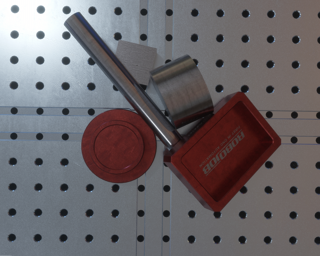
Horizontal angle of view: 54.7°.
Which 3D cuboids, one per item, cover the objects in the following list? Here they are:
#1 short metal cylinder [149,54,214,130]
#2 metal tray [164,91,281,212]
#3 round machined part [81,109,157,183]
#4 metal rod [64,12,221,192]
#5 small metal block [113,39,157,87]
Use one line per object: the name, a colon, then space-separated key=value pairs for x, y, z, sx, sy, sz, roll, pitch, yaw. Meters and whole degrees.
short metal cylinder: x=0.026 y=-0.044 z=0.386 sx=0.050 sy=0.080 sz=0.080 roll=-25 pitch=90 yaw=0
metal tray: x=0.081 y=0.028 z=0.391 sx=0.130 sy=0.030 sz=0.090 roll=-43 pitch=98 yaw=-16
round machined part: x=-0.054 y=0.024 z=0.403 sx=0.099 sy=0.042 sz=0.097 roll=0 pitch=90 yaw=-1
metal rod: x=-0.012 y=-0.018 z=0.396 sx=0.025 sy=0.025 sz=0.300 roll=-40 pitch=98 yaw=0
small metal block: x=-0.034 y=-0.085 z=0.413 sx=0.050 sy=0.025 sz=0.050 roll=13 pitch=90 yaw=-1
